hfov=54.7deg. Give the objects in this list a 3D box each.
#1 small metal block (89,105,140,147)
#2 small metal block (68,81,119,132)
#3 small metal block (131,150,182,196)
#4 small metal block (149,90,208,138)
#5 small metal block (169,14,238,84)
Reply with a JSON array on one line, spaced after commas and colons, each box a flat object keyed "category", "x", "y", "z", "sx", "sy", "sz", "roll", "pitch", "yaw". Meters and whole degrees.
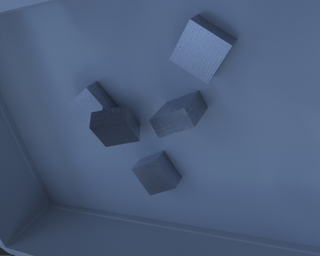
[{"category": "small metal block", "x": -0.059, "y": -0.001, "z": 0.415, "sx": 0.050, "sy": 0.025, "sz": 0.050, "roll": -11, "pitch": 144, "yaw": 13}, {"category": "small metal block", "x": -0.093, "y": -0.030, "z": 0.437, "sx": 0.050, "sy": 0.025, "sz": 0.050, "roll": -34, "pitch": 100, "yaw": 38}, {"category": "small metal block", "x": -0.005, "y": 0.066, "z": 0.451, "sx": 0.050, "sy": 0.025, "sz": 0.050, "roll": -24, "pitch": 106, "yaw": 36}, {"category": "small metal block", "x": 0.023, "y": -0.017, "z": 0.369, "sx": 0.050, "sy": 0.050, "sz": 0.025, "roll": -18, "pitch": 109, "yaw": 35}, {"category": "small metal block", "x": 0.046, "y": -0.084, "z": 0.332, "sx": 0.050, "sy": 0.025, "sz": 0.050, "roll": 34, "pitch": 129, "yaw": 5}]
